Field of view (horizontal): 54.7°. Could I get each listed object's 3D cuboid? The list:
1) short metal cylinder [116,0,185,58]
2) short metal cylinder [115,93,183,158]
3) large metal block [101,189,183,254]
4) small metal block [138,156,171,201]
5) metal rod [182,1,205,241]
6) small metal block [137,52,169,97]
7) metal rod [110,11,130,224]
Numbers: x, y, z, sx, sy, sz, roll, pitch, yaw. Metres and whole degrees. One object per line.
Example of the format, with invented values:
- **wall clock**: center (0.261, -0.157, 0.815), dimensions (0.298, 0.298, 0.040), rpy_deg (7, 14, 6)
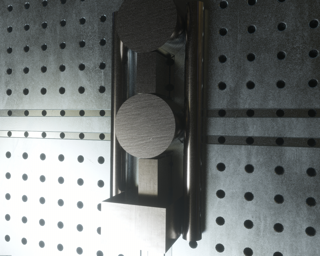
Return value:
- **short metal cylinder**: center (-0.009, -0.132, 0.402), dimensions (0.080, 0.050, 0.080), rpy_deg (0, 90, 20)
- **short metal cylinder**: center (-0.011, -0.003, 0.403), dimensions (0.080, 0.050, 0.080), rpy_deg (0, 90, 20)
- **large metal block**: center (-0.018, 0.112, 0.390), dimensions (0.080, 0.080, 0.050), rpy_deg (1, 91, 20)
- **small metal block**: center (-0.006, 0.063, 0.400), dimensions (0.025, 0.050, 0.050), rpy_deg (0, 90, 20)
- **metal rod**: center (0.043, -0.008, 0.396), dimensions (0.025, 0.025, 0.298), rpy_deg (1, 90, 20)
- **small metal block**: center (-0.008, -0.068, 0.401), dimensions (0.025, 0.050, 0.050), rpy_deg (1, 90, 20)
- **metal rod**: center (-0.056, -0.009, 0.431), dimensions (0.025, 0.025, 0.298), rpy_deg (1, 90, 20)
